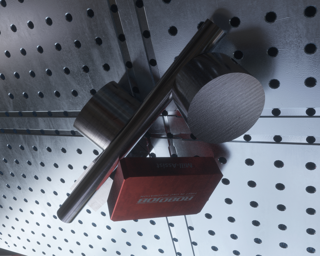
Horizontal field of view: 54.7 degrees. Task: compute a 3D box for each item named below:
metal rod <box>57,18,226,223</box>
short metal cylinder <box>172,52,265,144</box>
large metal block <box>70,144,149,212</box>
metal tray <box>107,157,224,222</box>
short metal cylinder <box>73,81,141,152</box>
[{"bbox_3d":[-0.033,0.005,0.361,0.025,0.025,0.299,40,108,1],"label":"metal rod"},{"bbox_3d":[0.058,-0.031,0.319,0.081,0.050,0.079,-9,126,-12],"label":"short metal cylinder"},{"bbox_3d":[-0.073,0.063,0.450,0.050,0.080,0.080,43,129,-2],"label":"large metal block"},{"bbox_3d":[0.005,0.078,0.401,0.131,0.030,0.089,2,131,-23],"label":"metal tray"},{"bbox_3d":[-0.064,-0.014,0.399,0.050,0.080,0.080,40,129,1],"label":"short metal cylinder"}]
